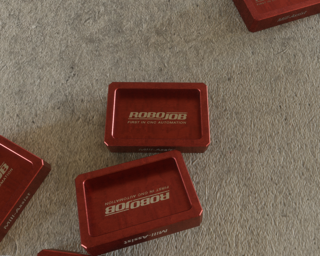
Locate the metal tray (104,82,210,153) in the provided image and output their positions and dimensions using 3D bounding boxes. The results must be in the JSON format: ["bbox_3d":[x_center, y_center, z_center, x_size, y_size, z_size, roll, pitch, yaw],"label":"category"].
[{"bbox_3d":[-0.003,-0.014,0.409,0.131,0.030,0.090,0,68,0],"label":"metal tray"}]

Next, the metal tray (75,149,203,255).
[{"bbox_3d":[-0.026,0.083,0.358,0.131,0.030,0.090,-14,51,-6],"label":"metal tray"}]

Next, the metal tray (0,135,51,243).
[{"bbox_3d":[-0.209,0.078,0.375,0.090,0.030,0.130,28,72,9],"label":"metal tray"}]

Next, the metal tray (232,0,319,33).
[{"bbox_3d":[0.185,-0.209,0.482,0.131,0.030,0.090,-18,71,-7],"label":"metal tray"}]

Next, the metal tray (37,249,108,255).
[{"bbox_3d":[-0.074,0.187,0.336,0.131,0.030,0.090,7,70,2],"label":"metal tray"}]
